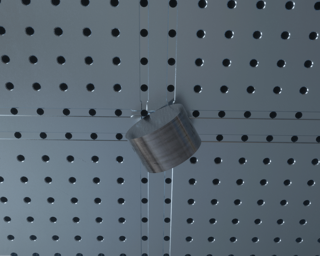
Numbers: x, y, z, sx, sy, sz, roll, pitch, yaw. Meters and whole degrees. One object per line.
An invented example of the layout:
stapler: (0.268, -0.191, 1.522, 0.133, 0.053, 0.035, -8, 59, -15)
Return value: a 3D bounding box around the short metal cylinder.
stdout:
short metal cylinder: (0.004, 0.012, 0.388, 0.080, 0.080, 0.050, -27, 107, 9)
